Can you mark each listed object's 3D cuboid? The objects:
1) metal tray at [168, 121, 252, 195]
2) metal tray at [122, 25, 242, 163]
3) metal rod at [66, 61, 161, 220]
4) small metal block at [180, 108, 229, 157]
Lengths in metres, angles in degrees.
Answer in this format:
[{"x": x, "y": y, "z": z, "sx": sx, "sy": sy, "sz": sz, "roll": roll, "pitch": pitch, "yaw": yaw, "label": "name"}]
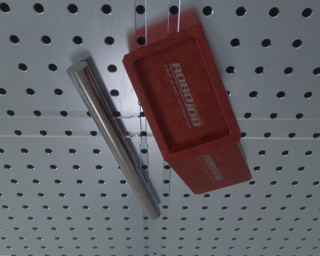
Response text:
[{"x": 0.068, "y": 0.044, "z": 0.430, "sx": 0.090, "sy": 0.030, "sz": 0.130, "roll": -19, "pitch": 140, "yaw": 15, "label": "metal tray"}, {"x": 0.026, "y": -0.035, "z": 0.342, "sx": 0.090, "sy": 0.030, "sz": 0.129, "roll": -19, "pitch": 101, "yaw": 15, "label": "metal tray"}, {"x": -0.052, "y": 0.040, "z": 0.445, "sx": 0.025, "sy": 0.025, "sz": 0.299, "roll": -13, "pitch": 129, "yaw": 10, "label": "metal rod"}, {"x": 0.060, "y": 0.007, "z": 0.418, "sx": 0.050, "sy": 0.025, "sz": 0.050, "roll": -18, "pitch": 128, "yaw": 14, "label": "small metal block"}]
